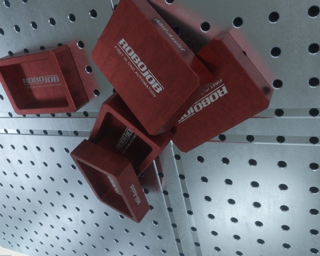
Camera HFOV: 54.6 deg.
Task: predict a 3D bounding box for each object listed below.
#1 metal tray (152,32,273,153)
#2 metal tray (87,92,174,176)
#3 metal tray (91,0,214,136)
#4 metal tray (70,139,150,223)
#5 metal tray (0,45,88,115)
[{"bbox_3d":[0.049,-0.035,0.360,0.130,0.030,0.090,-34,100,38],"label":"metal tray"},{"bbox_3d":[-0.047,0.017,0.421,0.090,0.030,0.129,40,145,1],"label":"metal tray"},{"bbox_3d":[-0.014,-0.068,0.343,0.130,0.030,0.090,52,127,15],"label":"metal tray"},{"bbox_3d":[-0.071,0.081,0.461,0.090,0.030,0.130,20,145,30],"label":"metal tray"},{"bbox_3d":[-0.179,-0.067,0.461,0.130,0.030,0.090,-1,118,28],"label":"metal tray"}]
